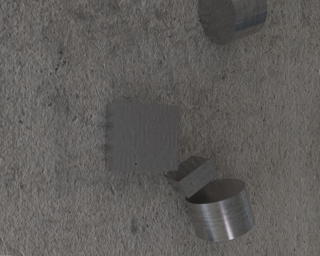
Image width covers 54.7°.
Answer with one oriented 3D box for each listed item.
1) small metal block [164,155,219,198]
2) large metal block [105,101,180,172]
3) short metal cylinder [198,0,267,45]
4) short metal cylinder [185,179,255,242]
[{"bbox_3d":[0.040,0.063,0.411,0.050,0.050,0.025,-34,101,-17],"label":"small metal block"},{"bbox_3d":[-0.024,0.011,0.387,0.081,0.050,0.080,2,90,-20],"label":"large metal block"},{"bbox_3d":[0.095,-0.158,0.415,0.050,0.080,0.080,-24,98,-18],"label":"short metal cylinder"},{"bbox_3d":[0.079,0.106,0.410,0.081,0.080,0.050,-18,97,-19],"label":"short metal cylinder"}]
